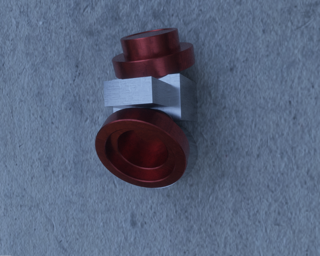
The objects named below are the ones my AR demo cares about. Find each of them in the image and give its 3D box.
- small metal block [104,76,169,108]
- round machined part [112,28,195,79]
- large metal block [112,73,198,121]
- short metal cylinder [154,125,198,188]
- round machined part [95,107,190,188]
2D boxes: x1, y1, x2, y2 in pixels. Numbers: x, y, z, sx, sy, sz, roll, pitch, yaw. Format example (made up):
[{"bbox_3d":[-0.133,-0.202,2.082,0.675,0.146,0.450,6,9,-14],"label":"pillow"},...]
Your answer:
[{"bbox_3d":[-0.023,-0.034,0.318,0.050,0.050,0.025,-3,89,20],"label":"small metal block"},{"bbox_3d":[-0.010,-0.092,0.370,0.098,0.098,0.042,-2,114,19],"label":"round machined part"},{"bbox_3d":[-0.003,-0.032,0.380,0.080,0.080,0.050,-2,90,19],"label":"large metal block"},{"bbox_3d":[0.003,0.033,0.396,0.080,0.050,0.079,0,90,19],"label":"short metal cylinder"},{"bbox_3d":[-0.016,0.017,0.336,0.098,0.042,0.097,9,131,11],"label":"round machined part"}]
